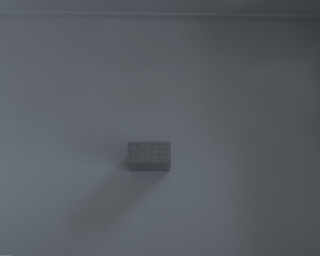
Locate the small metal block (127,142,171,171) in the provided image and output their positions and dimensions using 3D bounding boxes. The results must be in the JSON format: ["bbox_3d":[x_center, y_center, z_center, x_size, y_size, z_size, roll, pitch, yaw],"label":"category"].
[{"bbox_3d":[-0.012,0.036,0.383,0.050,0.050,0.025,0,70,0],"label":"small metal block"}]
